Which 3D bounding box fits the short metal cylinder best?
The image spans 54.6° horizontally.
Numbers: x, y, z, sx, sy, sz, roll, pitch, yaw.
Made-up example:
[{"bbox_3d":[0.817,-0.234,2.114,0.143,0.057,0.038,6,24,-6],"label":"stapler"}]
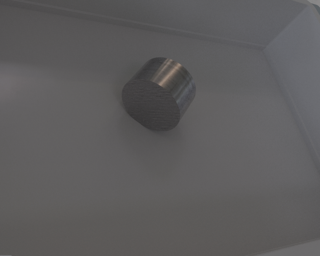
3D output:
[{"bbox_3d":[-0.001,-0.042,0.395,0.080,0.080,0.050,37,51,-4],"label":"short metal cylinder"}]
